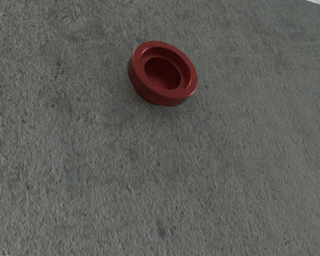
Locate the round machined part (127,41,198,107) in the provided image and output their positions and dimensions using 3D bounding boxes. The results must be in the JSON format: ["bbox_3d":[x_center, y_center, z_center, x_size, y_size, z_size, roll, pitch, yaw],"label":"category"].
[{"bbox_3d":[0.000,-0.071,0.436,0.099,0.042,0.098,13,56,-21],"label":"round machined part"}]
